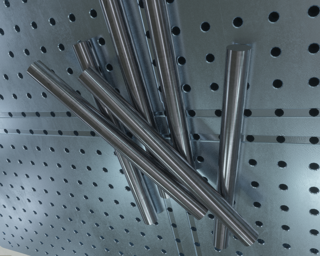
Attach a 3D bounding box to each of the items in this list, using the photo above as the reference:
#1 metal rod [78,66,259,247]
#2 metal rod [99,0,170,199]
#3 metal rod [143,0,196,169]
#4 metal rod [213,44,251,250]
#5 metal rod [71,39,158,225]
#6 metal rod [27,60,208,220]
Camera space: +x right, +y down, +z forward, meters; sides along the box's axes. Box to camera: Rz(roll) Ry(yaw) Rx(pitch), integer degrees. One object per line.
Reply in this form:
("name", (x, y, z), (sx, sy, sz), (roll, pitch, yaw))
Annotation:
("metal rod", (0.013, 0.038, 0.394), (0.300, 0.025, 0.025), (45, 129, -4))
("metal rod", (-0.025, -0.033, 0.404), (0.025, 0.025, 0.299), (-1, 118, 29))
("metal rod", (0.010, -0.065, 0.366), (0.025, 0.025, 0.298), (2, 120, 27))
("metal rod", (0.086, 0.046, 0.393), (0.025, 0.025, 0.298), (11, 123, 22))
("metal rod", (-0.058, 0.021, 0.455), (0.025, 0.025, 0.299), (-4, 117, 30))
("metal rod", (-0.055, 0.016, 0.417), (0.300, 0.025, 0.025), (41, 129, 0))
